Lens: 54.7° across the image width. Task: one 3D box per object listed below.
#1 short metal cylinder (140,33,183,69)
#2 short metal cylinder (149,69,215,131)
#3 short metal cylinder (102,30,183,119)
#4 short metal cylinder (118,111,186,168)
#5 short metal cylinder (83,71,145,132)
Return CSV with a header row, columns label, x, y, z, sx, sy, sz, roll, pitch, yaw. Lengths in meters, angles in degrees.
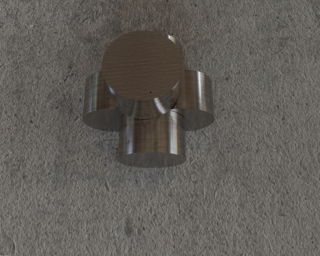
label,x,y,z,sx,sy,sz,roll,pitch,yaw
short metal cylinder,-0.009,-0.080,0.409,0.081,0.080,0.050,-2,70,-1
short metal cylinder,0.027,-0.032,0.392,0.081,0.080,0.050,0,70,-1
short metal cylinder,-0.017,-0.055,0.331,0.081,0.050,0.080,0,70,0
short metal cylinder,-0.009,0.015,0.374,0.081,0.080,0.050,0,70,-1
short metal cylinder,-0.055,-0.031,0.391,0.081,0.080,0.050,-1,70,-1
